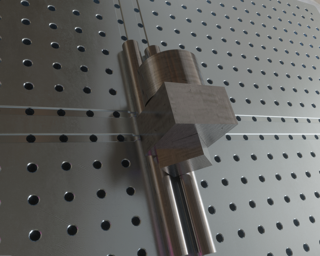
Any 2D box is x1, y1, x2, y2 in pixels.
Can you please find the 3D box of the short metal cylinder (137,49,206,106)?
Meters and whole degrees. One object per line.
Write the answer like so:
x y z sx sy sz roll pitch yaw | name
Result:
0.016 -0.052 0.387 0.081 0.080 0.050 1 62 -28 | short metal cylinder

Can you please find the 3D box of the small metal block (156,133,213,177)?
0.029 0.033 0.360 0.050 0.050 0.025 46 27 -62 | small metal block

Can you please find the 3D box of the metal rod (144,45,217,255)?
0.020 0.012 0.415 0.025 0.025 0.299 1 61 -28 | metal rod

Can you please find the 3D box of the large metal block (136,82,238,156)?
0.028 -0.008 0.363 0.081 0.080 0.050 0 62 -29 | large metal block

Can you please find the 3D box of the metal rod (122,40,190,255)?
-0.012 0.008 0.399 0.025 0.025 0.299 1 61 -28 | metal rod
